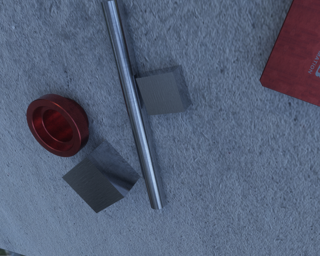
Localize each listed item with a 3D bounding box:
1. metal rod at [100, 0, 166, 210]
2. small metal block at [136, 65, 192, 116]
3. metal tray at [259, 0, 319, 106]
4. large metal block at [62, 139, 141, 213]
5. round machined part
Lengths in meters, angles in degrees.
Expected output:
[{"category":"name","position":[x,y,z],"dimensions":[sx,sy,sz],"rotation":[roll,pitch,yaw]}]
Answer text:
[{"category":"metal rod","position":[-0.029,-0.013,0.414],"dimensions":[0.025,0.025,0.298],"rotation":[3,120,26]},{"category":"small metal block","position":[0.005,-0.045,0.376],"dimensions":[0.050,0.025,0.050],"rotation":[-5,116,30]},{"category":"metal tray","position":[0.155,-0.084,0.270],"dimensions":[0.090,0.030,0.129],"rotation":[23,127,14]},{"category":"large metal block","position":[-0.093,0.077,0.487],"dimensions":[0.080,0.050,0.080],"rotation":[49,129,-6]},{"category":"round machined part","position":[-0.148,-0.007,0.469],"dimensions":[0.098,0.042,0.097],"rotation":[13,124,21]}]
